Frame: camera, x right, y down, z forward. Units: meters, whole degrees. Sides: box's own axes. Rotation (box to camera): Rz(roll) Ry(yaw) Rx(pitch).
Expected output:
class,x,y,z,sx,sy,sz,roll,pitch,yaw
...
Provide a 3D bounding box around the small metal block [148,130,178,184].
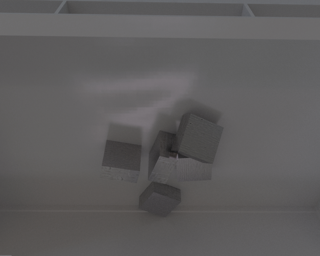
class,x,y,z,sx,sy,sz,roll,pitch,yaw
small metal block,0.003,0.040,0.427,0.025,0.050,0.050,15,129,-12

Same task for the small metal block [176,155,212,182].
class,x,y,z,sx,sy,sz,roll,pitch,yaw
small metal block,0.049,0.052,0.453,0.050,0.025,0.050,-4,130,3

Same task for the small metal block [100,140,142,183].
class,x,y,z,sx,sy,sz,roll,pitch,yaw
small metal block,-0.054,0.046,0.431,0.050,0.050,0.025,10,130,-8

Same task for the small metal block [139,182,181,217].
class,x,y,z,sx,sy,sz,roll,pitch,yaw
small metal block,0.000,0.116,0.508,0.050,0.025,0.050,24,126,-19

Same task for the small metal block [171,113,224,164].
class,x,y,z,sx,sy,sz,roll,pitch,yaw
small metal block,0.049,0.014,0.403,0.050,0.050,0.025,22,169,-18
